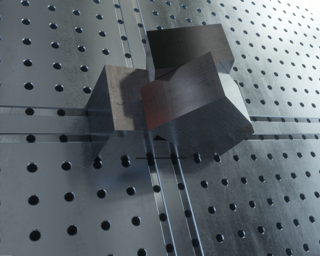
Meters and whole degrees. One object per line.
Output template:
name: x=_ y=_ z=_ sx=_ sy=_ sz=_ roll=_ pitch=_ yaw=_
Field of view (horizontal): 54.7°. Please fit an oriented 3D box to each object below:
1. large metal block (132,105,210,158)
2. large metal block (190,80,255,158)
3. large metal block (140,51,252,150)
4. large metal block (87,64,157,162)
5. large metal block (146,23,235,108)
large metal block: x=0.007 y=-0.008 z=0.400 sx=0.081 sy=0.050 sz=0.080 roll=3 pitch=61 yaw=-27
large metal block: x=0.071 y=-0.012 z=0.420 sx=0.050 sy=0.080 sz=0.080 roll=4 pitch=60 yaw=-27
large metal block: x=0.039 y=-0.023 z=0.323 sx=0.080 sy=0.080 sz=0.050 roll=30 pitch=42 yaw=-54
large metal block: x=-0.046 y=-0.014 z=0.358 sx=0.050 sy=0.080 sz=0.080 roll=2 pitch=61 yaw=-28
large metal block: x=0.028 y=-0.066 z=0.348 sx=0.081 sy=0.080 sz=0.050 roll=-8 pitch=64 yaw=-7
